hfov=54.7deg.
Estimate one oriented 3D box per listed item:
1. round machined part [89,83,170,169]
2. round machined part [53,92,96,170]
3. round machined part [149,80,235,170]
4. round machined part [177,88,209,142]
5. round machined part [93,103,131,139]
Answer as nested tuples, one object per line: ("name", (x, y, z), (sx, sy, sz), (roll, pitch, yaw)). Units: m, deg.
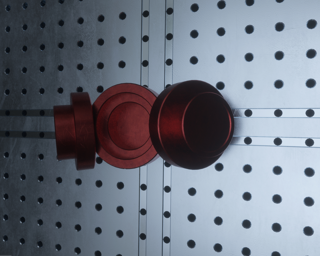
("round machined part", (-0.032, -0.002, 0.368), (0.098, 0.042, 0.097), (0, 90, 19))
("round machined part", (-0.108, 0.004, 0.386), (0.042, 0.098, 0.097), (-5, 88, -18))
("round machined part", (0.041, -0.003, 0.334), (0.042, 0.099, 0.097), (0, 90, 60))
("round machined part", (0.034, -0.003, 0.391), (0.098, 0.042, 0.097), (0, 90, 19))
("round machined part", (-0.059, -0.003, 0.423), (0.098, 0.042, 0.097), (0, 90, 19))
